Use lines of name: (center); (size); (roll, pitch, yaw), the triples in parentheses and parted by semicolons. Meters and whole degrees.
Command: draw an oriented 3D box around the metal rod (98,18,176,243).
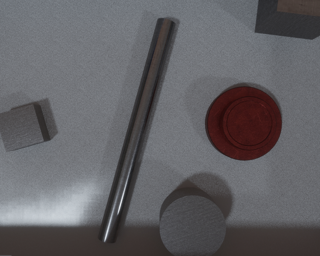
metal rod: (-0.031, 0.003, 0.411); (0.025, 0.025, 0.298); (15, 90, -1)

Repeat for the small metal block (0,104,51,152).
small metal block: (-0.180, 0.000, 0.409); (0.050, 0.025, 0.050); (-16, 90, -1)

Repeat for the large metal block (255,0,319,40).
large metal block: (0.173, -0.151, 0.386); (0.081, 0.080, 0.050); (7, 90, -1)

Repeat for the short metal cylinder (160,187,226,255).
short metal cylinder: (0.040, 0.121, 0.400); (0.081, 0.050, 0.079); (0, 90, -1)

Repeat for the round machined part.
round machined part: (0.111, -0.006, 0.404); (0.099, 0.042, 0.097); (0, 90, -1)
